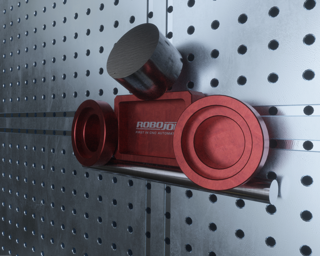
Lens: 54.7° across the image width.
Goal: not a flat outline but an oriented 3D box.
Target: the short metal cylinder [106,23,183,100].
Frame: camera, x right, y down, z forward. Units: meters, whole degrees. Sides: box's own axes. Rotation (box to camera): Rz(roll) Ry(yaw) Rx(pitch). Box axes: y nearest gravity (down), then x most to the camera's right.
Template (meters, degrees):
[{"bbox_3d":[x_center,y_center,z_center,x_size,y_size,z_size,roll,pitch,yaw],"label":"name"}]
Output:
[{"bbox_3d":[-0.019,-0.082,0.385,0.080,0.050,0.080,-20,52,29],"label":"short metal cylinder"}]

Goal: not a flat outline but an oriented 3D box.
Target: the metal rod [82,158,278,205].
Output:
[{"bbox_3d":[-0.002,0.059,0.405,0.300,0.025,0.025,3,92,39],"label":"metal rod"}]

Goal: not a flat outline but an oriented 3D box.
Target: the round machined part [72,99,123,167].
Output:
[{"bbox_3d":[-0.090,0.008,0.461,0.098,0.042,0.097,-4,84,48],"label":"round machined part"}]

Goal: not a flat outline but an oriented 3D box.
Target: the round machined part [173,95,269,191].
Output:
[{"bbox_3d":[0.067,0.015,0.332,0.098,0.042,0.097,-1,88,32],"label":"round machined part"}]

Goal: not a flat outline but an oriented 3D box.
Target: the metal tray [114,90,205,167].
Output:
[{"bbox_3d":[-0.005,0.000,0.404,0.130,0.030,0.089,1,91,39],"label":"metal tray"}]
